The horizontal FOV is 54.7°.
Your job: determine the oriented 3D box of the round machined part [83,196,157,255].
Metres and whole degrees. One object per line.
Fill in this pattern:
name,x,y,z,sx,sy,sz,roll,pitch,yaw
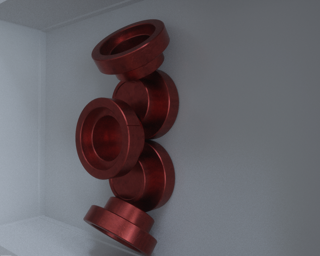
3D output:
round machined part,-0.047,0.125,0.407,0.098,0.098,0.042,8,58,39

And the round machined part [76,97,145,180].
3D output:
round machined part,-0.058,0.012,0.383,0.098,0.042,0.097,0,90,39

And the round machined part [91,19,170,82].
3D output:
round machined part,-0.033,-0.095,0.395,0.098,0.098,0.042,9,138,39

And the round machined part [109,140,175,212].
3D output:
round machined part,-0.031,0.065,0.417,0.098,0.042,0.097,0,90,39

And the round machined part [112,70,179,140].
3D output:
round machined part,-0.027,-0.033,0.413,0.098,0.042,0.097,0,90,39
